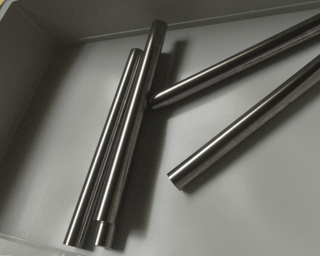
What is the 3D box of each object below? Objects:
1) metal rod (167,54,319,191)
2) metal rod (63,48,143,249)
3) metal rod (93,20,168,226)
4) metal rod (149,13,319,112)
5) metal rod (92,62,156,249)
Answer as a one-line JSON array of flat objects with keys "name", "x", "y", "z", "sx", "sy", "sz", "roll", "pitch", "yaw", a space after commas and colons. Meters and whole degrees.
[{"name": "metal rod", "x": 0.134, "y": -0.030, "z": 0.353, "sx": 0.300, "sy": 0.025, "sz": 0.025, "roll": -38, "pitch": 51, "yaw": 2}, {"name": "metal rod", "x": -0.070, "y": 0.011, "z": 0.435, "sx": 0.025, "sy": 0.025, "sz": 0.300, "roll": 0, "pitch": 62, "yaw": 28}, {"name": "metal rod", "x": -0.031, "y": -0.026, "z": 0.409, "sx": 0.025, "sy": 0.025, "sz": 0.300, "roll": -2, "pitch": 60, "yaw": 27}, {"name": "metal rod", "x": 0.123, "y": -0.094, "z": 0.398, "sx": 0.300, "sy": 0.025, "sz": 0.025, "roll": -25, "pitch": 53, "yaw": 13}, {"name": "metal rod", "x": -0.038, "y": 0.005, "z": 0.422, "sx": 0.025, "sy": 0.025, "sz": 0.300, "roll": -2, "pitch": 60, "yaw": 27}]
